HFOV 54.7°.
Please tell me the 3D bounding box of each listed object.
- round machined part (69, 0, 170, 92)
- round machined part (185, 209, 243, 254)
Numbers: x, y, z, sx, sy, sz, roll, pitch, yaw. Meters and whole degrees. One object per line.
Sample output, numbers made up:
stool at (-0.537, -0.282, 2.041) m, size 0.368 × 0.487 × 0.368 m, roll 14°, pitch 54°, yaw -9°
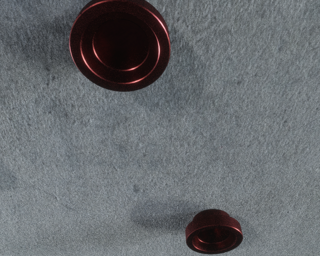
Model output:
round machined part at (-0.039, -0.089, 0.319) m, size 0.099 × 0.042 × 0.097 m, roll -1°, pitch 130°, yaw 0°
round machined part at (0.094, 0.182, 0.553) m, size 0.099 × 0.042 × 0.097 m, roll -1°, pitch 130°, yaw 0°
